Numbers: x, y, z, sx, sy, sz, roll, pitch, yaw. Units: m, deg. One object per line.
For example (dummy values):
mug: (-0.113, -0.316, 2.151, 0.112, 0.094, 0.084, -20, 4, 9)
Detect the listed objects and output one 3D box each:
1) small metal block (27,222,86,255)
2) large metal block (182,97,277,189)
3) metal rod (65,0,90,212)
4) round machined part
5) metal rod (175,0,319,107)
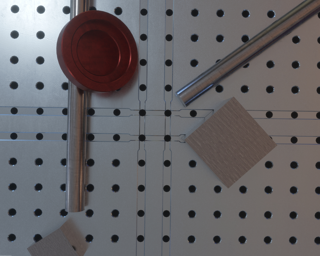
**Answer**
small metal block: (-0.137, 0.163, 0.412, 0.050, 0.025, 0.050, -33, 90, 0)
large metal block: (0.086, 0.018, 0.402, 0.080, 0.050, 0.080, -42, 91, 0)
metal rod: (-0.109, -0.040, 0.411, 0.025, 0.025, 0.298, 1, 90, -1)
round machined part: (-0.081, -0.092, 0.389, 0.099, 0.042, 0.097, -1, 91, -34)
metal rod: (0.150, -0.125, 0.415, 0.301, 0.025, 0.025, -35, 90, -1)
